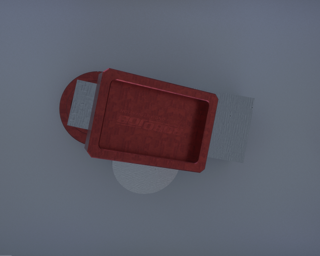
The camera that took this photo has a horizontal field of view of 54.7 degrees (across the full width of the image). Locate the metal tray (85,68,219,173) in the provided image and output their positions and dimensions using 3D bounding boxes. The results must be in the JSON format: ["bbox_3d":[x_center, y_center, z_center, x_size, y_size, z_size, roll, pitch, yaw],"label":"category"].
[{"bbox_3d":[-0.007,-0.005,0.337,0.131,0.030,0.089,11,90,-20],"label":"metal tray"}]

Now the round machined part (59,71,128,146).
[{"bbox_3d":[-0.081,-0.025,0.400,0.099,0.042,0.097,0,90,-1],"label":"round machined part"}]

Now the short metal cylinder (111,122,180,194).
[{"bbox_3d":[-0.020,0.034,0.385,0.081,0.050,0.079,-3,104,-12],"label":"short metal cylinder"}]

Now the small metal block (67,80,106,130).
[{"bbox_3d":[-0.081,-0.025,0.354,0.025,0.050,0.050,12,90,0],"label":"small metal block"}]

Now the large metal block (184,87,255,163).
[{"bbox_3d":[0.068,-0.004,0.397,0.080,0.050,0.080,10,90,-1],"label":"large metal block"}]
